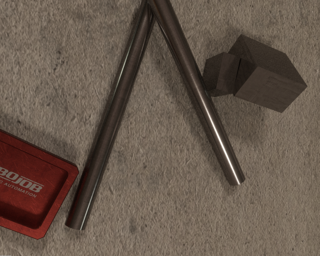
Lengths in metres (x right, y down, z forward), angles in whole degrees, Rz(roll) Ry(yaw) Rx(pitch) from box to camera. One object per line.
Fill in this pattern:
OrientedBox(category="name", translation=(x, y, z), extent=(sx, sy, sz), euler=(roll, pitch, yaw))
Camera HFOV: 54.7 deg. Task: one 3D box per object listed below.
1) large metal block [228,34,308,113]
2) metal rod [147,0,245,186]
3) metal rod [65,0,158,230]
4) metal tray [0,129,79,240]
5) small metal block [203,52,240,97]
OrientedBox(category="large metal block", translation=(0.140, -0.075, 0.427), extent=(0.081, 0.050, 0.080), euler=(16, 41, -20))
OrientedBox(category="metal rod", translation=(0.049, -0.053, 0.413), extent=(0.025, 0.025, 0.299), euler=(-31, 106, -18))
OrientedBox(category="metal rod", translation=(-0.057, -0.023, 0.388), extent=(0.025, 0.025, 0.299), euler=(20, 83, -19))
OrientedBox(category="metal tray", translation=(-0.170, 0.056, 0.343), extent=(0.131, 0.030, 0.090), euler=(30, 80, -18))
OrientedBox(category="small metal block", translation=(0.081, -0.072, 0.427), extent=(0.025, 0.050, 0.050), euler=(14, 85, -18))
